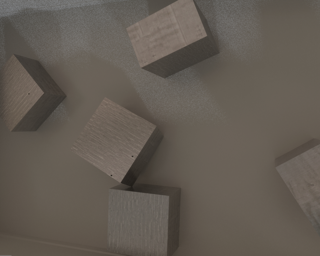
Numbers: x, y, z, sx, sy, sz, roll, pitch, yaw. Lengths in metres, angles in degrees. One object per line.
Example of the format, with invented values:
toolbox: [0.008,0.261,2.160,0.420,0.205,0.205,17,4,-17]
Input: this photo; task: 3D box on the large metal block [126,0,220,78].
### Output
large metal block: [0.019,-0.105,0.374,0.080,0.080,0.050,-22,83,18]

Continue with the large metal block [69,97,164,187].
large metal block: [-0.054,0.019,0.404,0.080,0.050,0.080,29,81,17]

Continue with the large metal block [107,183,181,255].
large metal block: [-0.020,0.118,0.404,0.080,0.050,0.079,3,91,20]

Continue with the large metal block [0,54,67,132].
large metal block: [-0.205,-0.051,0.470,0.080,0.050,0.080,-45,76,14]

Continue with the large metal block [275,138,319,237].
large metal block: [0.165,0.059,0.323,0.050,0.080,0.080,-33,79,17]
